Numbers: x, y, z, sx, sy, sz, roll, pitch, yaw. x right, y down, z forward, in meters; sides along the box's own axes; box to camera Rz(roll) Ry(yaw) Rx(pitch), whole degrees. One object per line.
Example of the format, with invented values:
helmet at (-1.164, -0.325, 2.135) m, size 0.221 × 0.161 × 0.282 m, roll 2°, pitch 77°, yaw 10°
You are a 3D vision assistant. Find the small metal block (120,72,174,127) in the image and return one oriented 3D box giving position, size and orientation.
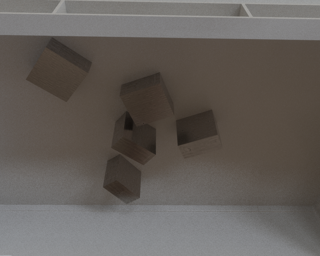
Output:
small metal block at (-0.015, -0.034, 0.380) m, size 0.050 × 0.025 × 0.050 m, roll -16°, pitch 129°, yaw 12°

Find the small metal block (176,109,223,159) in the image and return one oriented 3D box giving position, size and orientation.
small metal block at (0.050, 0.008, 0.400) m, size 0.050 × 0.050 × 0.025 m, roll -17°, pitch 128°, yaw 13°

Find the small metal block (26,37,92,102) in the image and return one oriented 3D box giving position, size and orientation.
small metal block at (-0.114, -0.065, 0.352) m, size 0.050 × 0.025 × 0.050 m, roll 31°, pitch 123°, yaw -24°

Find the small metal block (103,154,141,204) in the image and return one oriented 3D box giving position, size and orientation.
small metal block at (-0.054, 0.075, 0.456) m, size 0.025 × 0.050 × 0.050 m, roll -30°, pitch 124°, yaw 22°

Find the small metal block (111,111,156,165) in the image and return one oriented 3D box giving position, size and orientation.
small metal block at (-0.033, 0.013, 0.403) m, size 0.050 × 0.050 × 0.025 m, roll 32°, pitch 123°, yaw -25°
